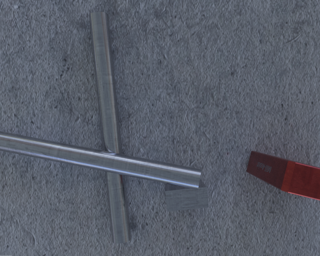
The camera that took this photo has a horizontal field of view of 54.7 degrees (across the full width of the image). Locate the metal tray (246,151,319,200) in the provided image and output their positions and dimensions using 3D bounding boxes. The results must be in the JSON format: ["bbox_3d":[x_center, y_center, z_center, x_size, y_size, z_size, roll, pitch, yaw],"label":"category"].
[{"bbox_3d":[0.164,0.056,0.359,0.091,0.130,0.030,14,90,0],"label":"metal tray"}]

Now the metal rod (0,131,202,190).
[{"bbox_3d":[-0.100,0.035,0.388,0.301,0.025,0.025,10,90,8],"label":"metal rod"}]

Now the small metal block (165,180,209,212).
[{"bbox_3d":[0.033,0.086,0.398,0.050,0.050,0.025,-6,90,0],"label":"small metal block"}]

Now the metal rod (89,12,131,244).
[{"bbox_3d":[-0.066,0.000,0.409,0.025,0.025,0.298,-6,90,0],"label":"metal rod"}]
